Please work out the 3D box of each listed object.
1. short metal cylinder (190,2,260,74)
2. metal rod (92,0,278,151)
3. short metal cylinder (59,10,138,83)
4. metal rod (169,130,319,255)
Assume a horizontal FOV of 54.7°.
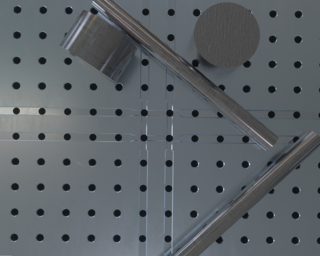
[{"bbox_3d":[0.082,-0.113,0.401,0.081,0.050,0.080,0,90,0],"label":"short metal cylinder"},{"bbox_3d":[0.033,-0.075,0.413,0.300,0.025,0.025,40,90,0],"label":"metal rod"},{"bbox_3d":[-0.076,-0.099,0.385,0.080,0.080,0.050,33,90,0],"label":"short metal cylinder"},{"bbox_3d":[0.097,0.112,0.413,0.300,0.025,0.025,-42,90,0],"label":"metal rod"}]
